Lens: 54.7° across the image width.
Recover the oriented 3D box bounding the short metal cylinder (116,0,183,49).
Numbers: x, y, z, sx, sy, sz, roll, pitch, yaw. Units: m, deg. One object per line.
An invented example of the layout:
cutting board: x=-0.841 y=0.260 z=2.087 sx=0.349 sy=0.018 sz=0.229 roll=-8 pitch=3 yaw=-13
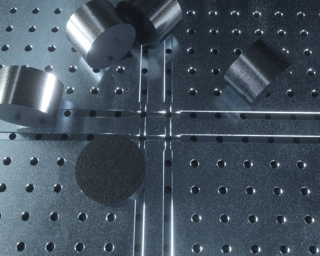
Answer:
short metal cylinder: x=-0.015 y=-0.160 z=0.441 sx=0.080 sy=0.080 sz=0.050 roll=38 pitch=74 yaw=12

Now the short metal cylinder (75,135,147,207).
short metal cylinder: x=-0.057 y=0.054 z=0.378 sx=0.081 sy=0.050 sz=0.080 roll=0 pitch=70 yaw=0

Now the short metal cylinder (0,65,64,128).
short metal cylinder: x=-0.168 y=-0.037 z=0.394 sx=0.081 sy=0.080 sz=0.050 roll=4 pitch=70 yaw=1

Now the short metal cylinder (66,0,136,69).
short metal cylinder: x=-0.081 y=-0.128 z=0.428 sx=0.080 sy=0.080 sz=0.050 roll=-37 pitch=75 yaw=-13

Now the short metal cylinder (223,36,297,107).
short metal cylinder: x=0.132 y=-0.074 z=0.411 sx=0.080 sy=0.080 sz=0.050 roll=-38 pitch=75 yaw=-13
